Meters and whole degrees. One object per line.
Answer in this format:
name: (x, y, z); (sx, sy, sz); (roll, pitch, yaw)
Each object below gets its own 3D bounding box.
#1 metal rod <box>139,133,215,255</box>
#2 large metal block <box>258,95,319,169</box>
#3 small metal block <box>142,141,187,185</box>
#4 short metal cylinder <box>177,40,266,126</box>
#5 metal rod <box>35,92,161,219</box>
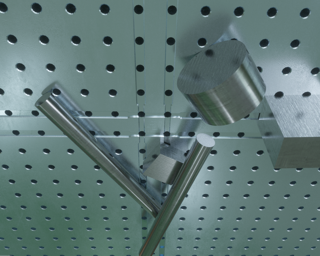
metal rod: (0.015, 0.125, 0.484); (0.025, 0.025, 0.298); (13, 129, -11)
large metal block: (0.175, 0.002, 0.381); (0.081, 0.080, 0.050); (-1, 130, 0)
small metal block: (0.009, 0.053, 0.457); (0.050, 0.025, 0.050); (25, 126, -20)
short metal cylinder: (0.066, -0.049, 0.335); (0.080, 0.080, 0.050); (-28, 125, 21)
metal rod: (-0.068, 0.062, 0.463); (0.025, 0.025, 0.300); (-24, 127, 19)
